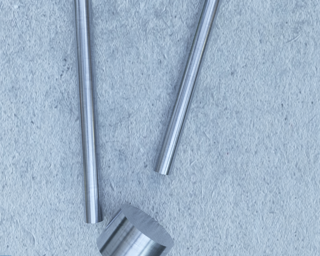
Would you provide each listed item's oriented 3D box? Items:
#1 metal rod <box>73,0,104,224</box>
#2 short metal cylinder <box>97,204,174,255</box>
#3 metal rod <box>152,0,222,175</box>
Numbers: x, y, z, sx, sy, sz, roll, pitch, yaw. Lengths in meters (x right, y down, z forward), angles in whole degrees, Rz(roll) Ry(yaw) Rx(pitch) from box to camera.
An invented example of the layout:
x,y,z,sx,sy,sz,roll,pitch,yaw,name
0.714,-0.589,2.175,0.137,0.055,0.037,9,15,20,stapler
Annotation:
x,y,z,sx,sy,sz,roll,pitch,yaw,name
-0.095,-0.027,0.409,0.025,0.025,0.298,-3,90,0,metal rod
-0.030,0.139,0.382,0.080,0.080,0.050,36,90,0,short metal cylinder
0.044,-0.084,0.410,0.025,0.025,0.298,16,90,0,metal rod
